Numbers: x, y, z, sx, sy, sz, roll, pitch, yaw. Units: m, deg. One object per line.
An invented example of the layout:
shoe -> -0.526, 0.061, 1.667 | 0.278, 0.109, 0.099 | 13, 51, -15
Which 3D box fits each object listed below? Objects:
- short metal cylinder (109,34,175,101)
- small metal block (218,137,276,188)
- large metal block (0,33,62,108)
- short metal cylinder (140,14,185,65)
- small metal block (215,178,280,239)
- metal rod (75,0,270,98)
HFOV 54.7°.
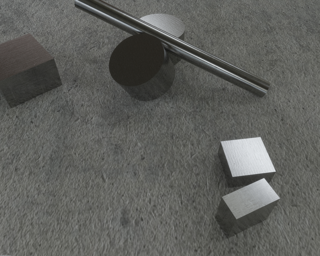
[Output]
short metal cylinder -> -0.024, -0.084, 0.437 | 0.080, 0.050, 0.080 | -6, 70, 18
small metal block -> 0.102, 0.041, 0.371 | 0.050, 0.025, 0.050 | -6, 50, -6
large metal block -> -0.206, -0.087, 0.457 | 0.081, 0.050, 0.080 | -32, 57, -24
short metal cylinder -> -0.001, -0.144, 0.508 | 0.081, 0.050, 0.080 | 1, 50, 0
small metal block -> 0.088, 0.083, 0.318 | 0.050, 0.050, 0.025 | -20, 53, -16
metal rod -> 0.019, -0.121, 0.450 | 0.301, 0.025, 0.025 | 26, 53, -1
